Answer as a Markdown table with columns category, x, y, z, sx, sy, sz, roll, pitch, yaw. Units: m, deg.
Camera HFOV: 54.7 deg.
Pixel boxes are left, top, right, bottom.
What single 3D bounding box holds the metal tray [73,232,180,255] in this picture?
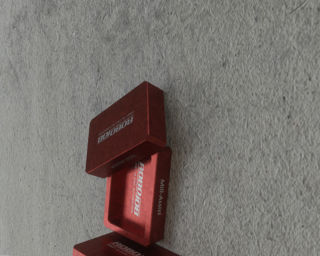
| category | x | y | z | sx | sy | sz | roll | pitch | yaw |
| --- | --- | --- | --- | --- | --- | --- | --- | --- | --- |
| metal tray | -0.037 | 0.174 | 0.393 | 0.130 | 0.091 | 0.030 | 9 | 96 | 39 |

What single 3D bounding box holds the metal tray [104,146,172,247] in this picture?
| category | x | y | z | sx | sy | sz | roll | pitch | yaw |
| --- | --- | --- | --- | --- | --- | --- | --- | --- | --- |
| metal tray | -0.033 | 0.084 | 0.428 | 0.090 | 0.030 | 0.129 | 9 | 96 | 39 |

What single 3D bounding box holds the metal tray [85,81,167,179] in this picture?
| category | x | y | z | sx | sy | sz | roll | pitch | yaw |
| --- | --- | --- | --- | --- | --- | --- | --- | --- | --- |
| metal tray | -0.049 | 0.005 | 0.421 | 0.130 | 0.030 | 0.090 | -30 | 49 | 36 |
